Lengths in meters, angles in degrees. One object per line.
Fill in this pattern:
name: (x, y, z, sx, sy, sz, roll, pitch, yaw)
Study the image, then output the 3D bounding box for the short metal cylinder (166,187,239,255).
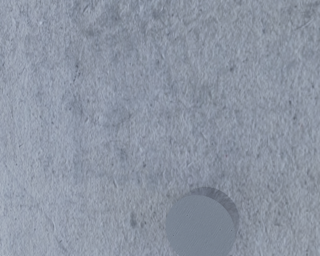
short metal cylinder: (0.053, 0.116, 0.377, 0.080, 0.050, 0.079, 0, 90, 19)
